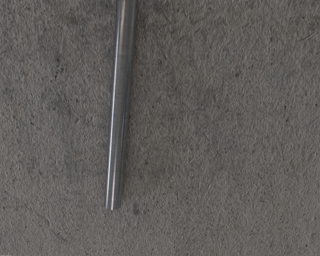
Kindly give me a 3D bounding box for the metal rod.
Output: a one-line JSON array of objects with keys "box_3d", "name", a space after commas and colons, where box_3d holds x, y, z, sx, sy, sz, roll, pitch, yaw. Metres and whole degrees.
[{"box_3d": [-0.052, -0.027, 0.399, 0.025, 0.025, 0.298, 6, 110, -2], "name": "metal rod"}]
